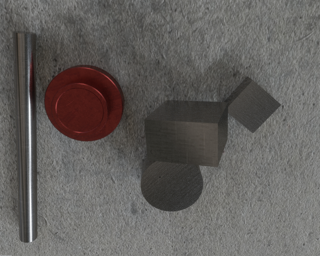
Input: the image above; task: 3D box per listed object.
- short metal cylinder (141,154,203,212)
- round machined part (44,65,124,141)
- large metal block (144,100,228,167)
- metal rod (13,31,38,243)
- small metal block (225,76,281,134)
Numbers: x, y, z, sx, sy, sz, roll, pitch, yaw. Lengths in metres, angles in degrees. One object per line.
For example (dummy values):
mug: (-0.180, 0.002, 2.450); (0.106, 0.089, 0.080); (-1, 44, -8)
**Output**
short metal cylinder: (0.015, 0.065, 0.421); (0.081, 0.050, 0.079); (0, 110, -1)
round machined part: (-0.096, -0.028, 0.389); (0.099, 0.042, 0.097); (0, 110, -1)
large metal block: (0.035, 0.002, 0.370); (0.080, 0.080, 0.050); (4, 111, 19)
metal rod: (-0.179, 0.026, 0.416); (0.025, 0.025, 0.298); (7, 110, -3)
small metal block: (0.117, -0.030, 0.401); (0.050, 0.025, 0.050); (37, 106, -13)
